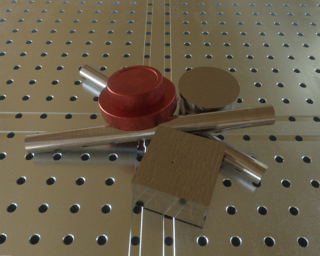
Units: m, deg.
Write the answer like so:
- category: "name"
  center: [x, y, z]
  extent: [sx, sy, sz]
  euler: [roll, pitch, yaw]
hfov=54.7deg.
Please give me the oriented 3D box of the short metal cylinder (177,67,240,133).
- category: "short metal cylinder"
  center: [0.064, -0.039, 0.424]
  extent: [0.081, 0.050, 0.080]
  euler: [0, 50, 0]

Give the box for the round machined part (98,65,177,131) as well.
- category: "round machined part"
  center: [-0.029, -0.044, 0.389]
  extent: [0.099, 0.042, 0.098]
  euler: [-4, 41, 4]

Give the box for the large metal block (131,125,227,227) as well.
- category: "large metal block"
  center: [0.022, 0.052, 0.345]
  extent: [0.080, 0.050, 0.080]
  euler: [16, 52, 12]

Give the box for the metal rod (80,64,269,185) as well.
- category: "metal rod"
  center: [0.003, -0.016, 0.421]
  extent: [0.300, 0.025, 0.025]
  euler: [31, 57, 23]

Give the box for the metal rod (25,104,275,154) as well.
- category: "metal rod"
  center: [-0.014, 0.002, 0.382]
  extent: [0.302, 0.025, 0.025]
  euler: [-7, 50, 3]
